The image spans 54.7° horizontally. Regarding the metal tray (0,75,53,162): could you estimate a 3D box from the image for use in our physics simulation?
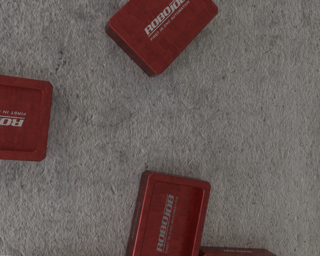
[{"bbox_3d":[-0.189,-0.013,0.336,0.131,0.030,0.089,6,88,-20],"label":"metal tray"}]

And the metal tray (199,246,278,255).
[{"bbox_3d":[0.105,0.222,0.445,0.131,0.030,0.090,10,87,-20],"label":"metal tray"}]

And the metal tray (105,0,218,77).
[{"bbox_3d":[0.004,-0.143,0.408,0.090,0.030,0.130,45,76,-15],"label":"metal tray"}]

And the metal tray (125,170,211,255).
[{"bbox_3d":[0.011,0.127,0.410,0.091,0.030,0.129,13,86,-20],"label":"metal tray"}]
